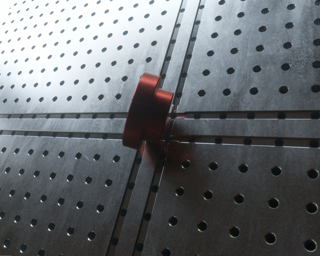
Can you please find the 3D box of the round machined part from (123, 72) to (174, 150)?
[{"bbox_3d":[-0.012,-0.018,0.392,0.042,0.098,0.098,17,67,2],"label":"round machined part"}]
